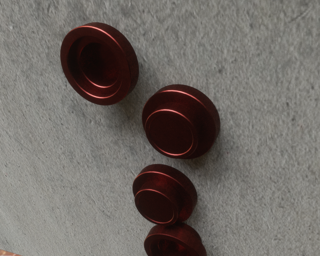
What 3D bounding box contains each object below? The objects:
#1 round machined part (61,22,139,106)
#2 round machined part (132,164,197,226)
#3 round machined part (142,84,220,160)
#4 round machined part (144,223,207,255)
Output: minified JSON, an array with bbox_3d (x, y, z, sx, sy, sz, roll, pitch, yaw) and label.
[{"bbox_3d":[-0.069,-0.080,0.381,0.098,0.042,0.097,13,124,20],"label":"round machined part"},{"bbox_3d":[0.002,0.105,0.458,0.098,0.042,0.097,13,124,20],"label":"round machined part"},{"bbox_3d":[0.021,-0.001,0.383,0.098,0.042,0.097,13,124,20],"label":"round machined part"},{"bbox_3d":[0.027,0.188,0.494,0.098,0.042,0.097,14,127,19],"label":"round machined part"}]
